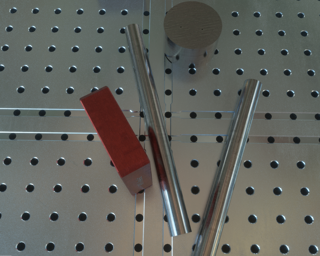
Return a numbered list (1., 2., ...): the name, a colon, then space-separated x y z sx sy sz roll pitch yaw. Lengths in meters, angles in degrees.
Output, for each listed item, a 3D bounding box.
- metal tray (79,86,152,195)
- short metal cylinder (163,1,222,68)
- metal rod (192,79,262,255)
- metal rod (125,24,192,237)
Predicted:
1. metal tray: -0.044 0.021 0.348 0.030 0.130 0.090 -28 73 -10
2. short metal cylinder: 0.045 -0.134 0.448 0.081 0.050 0.080 0 70 0
3. metal rod: 0.081 0.070 0.387 0.025 0.025 0.300 19 71 6
4. metal rod: -0.008 -0.011 0.415 0.025 0.025 0.299 -12 71 -5
